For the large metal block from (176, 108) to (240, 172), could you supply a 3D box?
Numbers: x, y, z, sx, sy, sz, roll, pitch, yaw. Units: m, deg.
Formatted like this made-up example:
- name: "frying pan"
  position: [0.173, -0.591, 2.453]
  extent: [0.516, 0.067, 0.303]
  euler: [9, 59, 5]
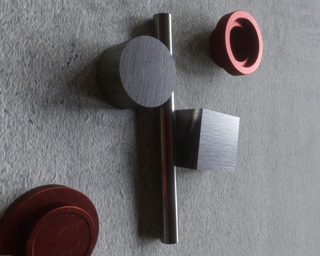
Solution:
- name: "large metal block"
  position: [0.066, 0.019, 0.443]
  extent: [0.081, 0.050, 0.080]
  euler: [10, 84, -40]

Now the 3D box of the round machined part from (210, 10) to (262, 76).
- name: "round machined part"
  position: [0.117, -0.131, 0.491]
  extent: [0.099, 0.042, 0.097]
  euler: [0, 90, -40]

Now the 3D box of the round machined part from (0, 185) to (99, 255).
- name: "round machined part"
  position: [-0.104, 0.108, 0.307]
  extent: [0.099, 0.042, 0.097]
  euler: [0, 90, -40]

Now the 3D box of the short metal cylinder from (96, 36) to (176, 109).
- name: "short metal cylinder"
  position: [-0.027, -0.063, 0.365]
  extent: [0.081, 0.050, 0.080]
  euler: [0, 90, -40]

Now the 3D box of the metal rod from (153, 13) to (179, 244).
- name: "metal rod"
  position: [0.008, 0.002, 0.411]
  extent: [0.025, 0.025, 0.298]
  euler: [-3, 92, -40]
